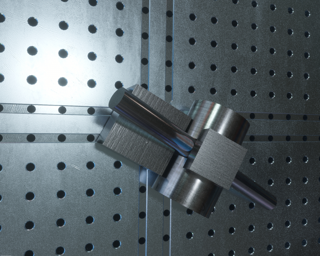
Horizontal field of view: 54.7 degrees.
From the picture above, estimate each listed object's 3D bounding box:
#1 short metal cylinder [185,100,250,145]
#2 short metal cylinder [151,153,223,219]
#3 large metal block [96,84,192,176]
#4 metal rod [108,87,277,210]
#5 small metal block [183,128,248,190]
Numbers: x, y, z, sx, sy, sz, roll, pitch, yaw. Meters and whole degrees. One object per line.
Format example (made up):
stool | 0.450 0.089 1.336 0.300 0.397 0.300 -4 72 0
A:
short metal cylinder | 0.070 0.004 0.406 0.080 0.080 0.050 29 81 -18
short metal cylinder | 0.036 0.073 0.393 0.080 0.080 0.050 31 80 -18
large metal block | -0.021 0.003 0.386 0.080 0.050 0.080 31 80 -18
metal rod | 0.061 0.041 0.390 0.301 0.025 0.025 34 79 -33
small metal block | 0.062 0.035 0.348 0.050 0.025 0.050 29 80 -9
